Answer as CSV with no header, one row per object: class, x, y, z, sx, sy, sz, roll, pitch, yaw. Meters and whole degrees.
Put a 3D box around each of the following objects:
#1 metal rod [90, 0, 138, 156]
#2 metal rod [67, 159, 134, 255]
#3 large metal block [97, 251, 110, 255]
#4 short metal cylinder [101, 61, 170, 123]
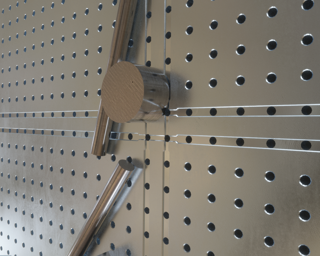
metal rod,-0.063,-0.103,0.459,0.025,0.025,0.298,21,103,37
metal rod,-0.118,0.172,0.503,0.025,0.025,0.298,44,116,30
large metal block,-0.105,0.250,0.477,0.080,0.050,0.080,-42,65,31
short metal cylinder,-0.034,-0.046,0.419,0.080,0.050,0.079,0,90,40
